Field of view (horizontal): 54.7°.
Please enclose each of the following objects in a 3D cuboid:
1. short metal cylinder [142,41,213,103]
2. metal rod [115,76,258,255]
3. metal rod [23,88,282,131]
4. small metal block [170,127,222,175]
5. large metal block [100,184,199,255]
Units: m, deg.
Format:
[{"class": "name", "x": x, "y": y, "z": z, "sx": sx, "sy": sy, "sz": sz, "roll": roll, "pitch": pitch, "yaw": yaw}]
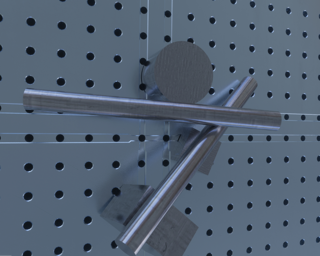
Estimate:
[{"class": "short metal cylinder", "x": 0.022, "y": -0.069, "z": 0.408, "sx": 0.081, "sy": 0.050, "sz": 0.079, "roll": 0, "pitch": 90, "yaw": -20}, {"class": "metal rod", "x": 0.051, "y": 0.023, "z": 0.379, "sx": 0.025, "sy": 0.025, "sz": 0.301, "roll": 52, "pitch": 54, "yaw": -13}, {"class": "metal rod", "x": -0.004, "y": -0.021, "z": 0.372, "sx": 0.302, "sy": 0.025, "sz": 0.025, "roll": 5, "pitch": 89, "yaw": -6}, {"class": "small metal block", "x": 0.050, "y": 0.032, "z": 0.433, "sx": 0.050, "sy": 0.025, "sz": 0.050, "roll": 27, "pitch": 81, "yaw": -19}, {"class": "large metal block", "x": -0.015, "y": 0.113, "z": 0.375, "sx": 0.080, "sy": 0.080, "sz": 0.050, "roll": 43, "pitch": 65, "yaw": -15}]
